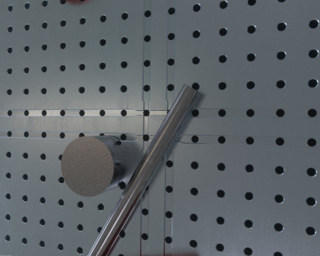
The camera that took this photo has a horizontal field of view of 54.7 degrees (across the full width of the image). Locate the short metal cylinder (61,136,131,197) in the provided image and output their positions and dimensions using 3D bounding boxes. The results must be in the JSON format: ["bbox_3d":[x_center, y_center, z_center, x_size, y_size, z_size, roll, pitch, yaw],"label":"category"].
[{"bbox_3d":[-0.088,0.051,0.430,0.080,0.050,0.080,0,90,20],"label":"short metal cylinder"}]

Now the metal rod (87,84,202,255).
[{"bbox_3d":[-0.030,0.077,0.423,0.025,0.025,0.299,33,100,17],"label":"metal rod"}]
